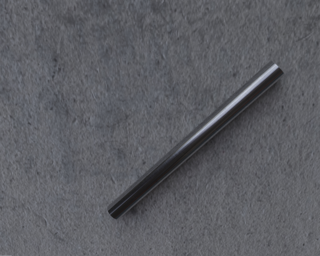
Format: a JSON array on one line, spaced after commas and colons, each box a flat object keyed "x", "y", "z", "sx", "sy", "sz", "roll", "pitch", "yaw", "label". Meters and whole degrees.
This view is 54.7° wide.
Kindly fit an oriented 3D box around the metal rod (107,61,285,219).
[{"x": 0.039, "y": 0.025, "z": 0.419, "sx": 0.299, "sy": 0.025, "sz": 0.025, "roll": -43, "pitch": 105, "yaw": 14, "label": "metal rod"}]
